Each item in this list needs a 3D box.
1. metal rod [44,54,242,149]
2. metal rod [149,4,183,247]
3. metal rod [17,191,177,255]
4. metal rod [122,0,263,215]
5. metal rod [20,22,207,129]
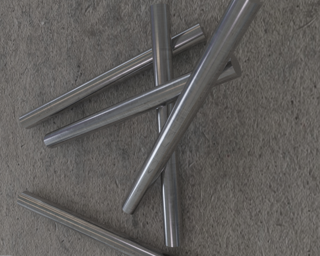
[{"bbox_3d":[-0.044,-0.022,0.388,0.300,0.025,0.025,-19,84,32],"label":"metal rod"},{"bbox_3d":[0.009,0.001,0.389,0.025,0.025,0.298,-2,95,20],"label":"metal rod"},{"bbox_3d":[-0.077,0.151,0.435,0.301,0.025,0.025,17,96,19],"label":"metal rod"},{"bbox_3d":[0.016,0.001,0.340,0.025,0.025,0.298,39,127,15],"label":"metal rod"},{"bbox_3d":[-0.077,-0.066,0.436,0.300,0.025,0.025,-23,83,18],"label":"metal rod"}]
